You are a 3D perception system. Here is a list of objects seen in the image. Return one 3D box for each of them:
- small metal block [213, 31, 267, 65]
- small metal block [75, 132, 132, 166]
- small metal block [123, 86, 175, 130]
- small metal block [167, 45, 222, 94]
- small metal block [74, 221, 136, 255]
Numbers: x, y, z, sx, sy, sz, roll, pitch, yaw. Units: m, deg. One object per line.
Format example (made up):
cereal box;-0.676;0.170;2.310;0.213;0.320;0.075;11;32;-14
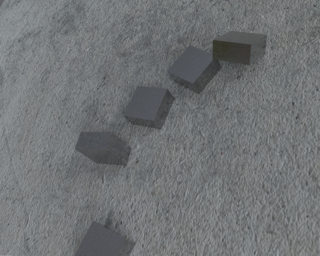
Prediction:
small metal block;0.102;-0.104;0.398;0.050;0.025;0.050;18;37;33
small metal block;-0.074;0.028;0.410;0.050;0.050;0.025;0;62;28
small metal block;-0.015;-0.029;0.430;0.050;0.025;0.050;10;67;32
small metal block;0.047;-0.081;0.429;0.050;0.025;0.050;34;81;38
small metal block;-0.064;0.141;0.351;0.050;0.025;0.050;16;70;34
